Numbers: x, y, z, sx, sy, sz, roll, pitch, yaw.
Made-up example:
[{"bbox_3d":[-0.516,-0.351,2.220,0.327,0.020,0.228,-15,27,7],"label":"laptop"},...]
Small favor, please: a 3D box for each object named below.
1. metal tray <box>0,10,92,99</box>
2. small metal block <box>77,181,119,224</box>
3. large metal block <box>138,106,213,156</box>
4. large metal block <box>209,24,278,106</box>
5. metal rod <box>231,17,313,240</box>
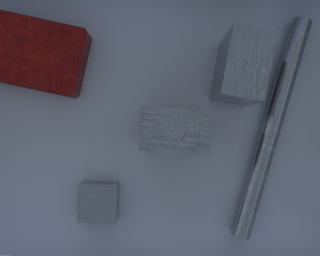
[{"bbox_3d":[-0.165,-0.096,0.407,0.131,0.030,0.089,12,90,-1],"label":"metal tray"},{"bbox_3d":[-0.081,0.097,0.410,0.050,0.025,0.050,2,90,-1],"label":"small metal block"},{"bbox_3d":[0.017,0.003,0.384,0.081,0.080,0.050,4,90,-1],"label":"large metal block"},{"bbox_3d":[0.100,-0.073,0.385,0.050,0.080,0.080,11,90,0],"label":"large metal block"},{"bbox_3d":[0.149,0.000,0.413,0.025,0.025,0.298,16,90,-1],"label":"metal rod"}]
